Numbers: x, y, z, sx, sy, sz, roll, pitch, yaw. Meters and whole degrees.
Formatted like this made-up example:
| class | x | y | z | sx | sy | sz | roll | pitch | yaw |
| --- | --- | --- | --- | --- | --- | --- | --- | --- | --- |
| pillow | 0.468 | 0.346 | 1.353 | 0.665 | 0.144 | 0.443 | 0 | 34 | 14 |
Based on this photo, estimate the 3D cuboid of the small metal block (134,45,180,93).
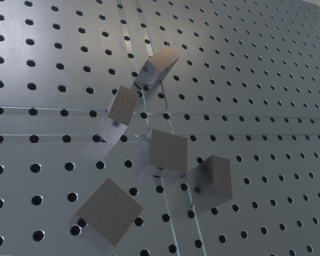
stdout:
| class | x | y | z | sx | sy | sz | roll | pitch | yaw |
| --- | --- | --- | --- | --- | --- | --- | --- | --- | --- |
| small metal block | -0.004 | -0.084 | 0.440 | 0.025 | 0.050 | 0.050 | 43 | 51 | 1 |

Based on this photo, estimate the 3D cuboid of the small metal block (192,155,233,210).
| class | x | y | z | sx | sy | sz | roll | pitch | yaw |
| --- | --- | --- | --- | --- | --- | --- | --- | --- | --- |
| small metal block | 0.063 | 0.068 | 0.384 | 0.025 | 0.050 | 0.050 | 16 | 55 | -19 |

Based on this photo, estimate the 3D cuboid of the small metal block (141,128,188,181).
| class | x | y | z | sx | sy | sz | roll | pitch | yaw |
| --- | --- | --- | --- | --- | --- | --- | --- | --- | --- |
| small metal block | 0.006 | 0.034 | 0.390 | 0.050 | 0.025 | 0.050 | 16 | 55 | -19 |

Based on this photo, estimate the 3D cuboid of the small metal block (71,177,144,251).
| class | x | y | z | sx | sy | sz | roll | pitch | yaw |
| --- | --- | --- | --- | --- | --- | --- | --- | --- | --- |
| small metal block | -0.054 | 0.089 | 0.324 | 0.050 | 0.025 | 0.050 | 42 | 51 | 0 |

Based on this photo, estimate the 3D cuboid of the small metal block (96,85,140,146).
| class | x | y | z | sx | sy | sz | roll | pitch | yaw |
| --- | --- | --- | --- | --- | --- | --- | --- | --- | --- |
| small metal block | -0.051 | -0.015 | 0.373 | 0.025 | 0.050 | 0.050 | 25 | 53 | -13 |
